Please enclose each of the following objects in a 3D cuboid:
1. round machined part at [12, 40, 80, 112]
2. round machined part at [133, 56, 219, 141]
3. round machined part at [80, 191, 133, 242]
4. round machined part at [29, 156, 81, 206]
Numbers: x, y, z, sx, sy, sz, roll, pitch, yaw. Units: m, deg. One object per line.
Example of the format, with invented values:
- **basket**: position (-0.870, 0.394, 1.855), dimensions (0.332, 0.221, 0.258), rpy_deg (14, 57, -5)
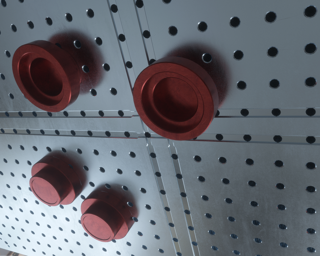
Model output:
- **round machined part**: position (-0.152, -0.074, 0.432), dimensions (0.098, 0.042, 0.097), rpy_deg (13, 124, 20)
- **round machined part**: position (0.021, -0.037, 0.365), dimensions (0.098, 0.042, 0.097), rpy_deg (13, 124, 20)
- **round machined part**: position (-0.101, 0.164, 0.553), dimensions (0.098, 0.042, 0.097), rpy_deg (13, 124, 20)
- **round machined part**: position (-0.197, 0.103, 0.565), dimensions (0.098, 0.042, 0.097), rpy_deg (13, 124, 20)
